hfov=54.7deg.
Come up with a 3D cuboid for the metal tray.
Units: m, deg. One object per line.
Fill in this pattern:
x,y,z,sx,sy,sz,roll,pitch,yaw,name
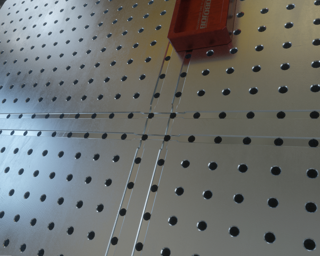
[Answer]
0.068,-0.184,0.481,0.090,0.030,0.130,-2,61,27,metal tray
